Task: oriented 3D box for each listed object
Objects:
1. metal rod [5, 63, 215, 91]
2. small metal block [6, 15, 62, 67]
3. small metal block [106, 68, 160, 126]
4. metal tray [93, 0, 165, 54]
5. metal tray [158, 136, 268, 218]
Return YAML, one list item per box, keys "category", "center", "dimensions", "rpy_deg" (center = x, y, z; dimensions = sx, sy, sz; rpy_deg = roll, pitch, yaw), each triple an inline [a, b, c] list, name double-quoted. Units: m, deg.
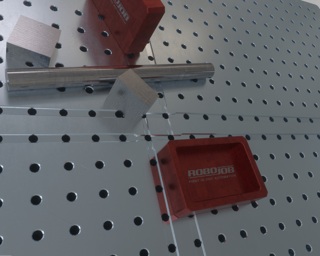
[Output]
- category: "metal rod"
  center: [-0.045, -0.074, 0.428]
  dimensions: [0.303, 0.025, 0.025]
  rpy_deg: [-9, 67, -32]
- category: "small metal block"
  center: [-0.158, -0.107, 0.389]
  dimensions: [0.050, 0.025, 0.050]
  rpy_deg: [18, 55, -18]
- category: "small metal block"
  center: [-0.036, -0.039, 0.396]
  dimensions: [0.050, 0.050, 0.025]
  rpy_deg: [44, 51, 2]
- category: "metal tray"
  center: [-0.053, -0.186, 0.450]
  dimensions: [0.030, 0.090, 0.130]
  rpy_deg: [-20, 73, -36]
- category: "metal tray"
  center: [0.070, 0.059, 0.406]
  dimensions: [0.131, 0.030, 0.090]
  rpy_deg: [-2, 63, -29]
